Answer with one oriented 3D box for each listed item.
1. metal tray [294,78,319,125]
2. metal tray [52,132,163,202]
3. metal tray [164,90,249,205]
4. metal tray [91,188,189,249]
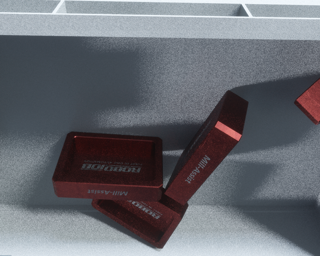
[{"bbox_3d":[0.200,-0.050,0.316,0.131,0.030,0.089,-10,147,-49],"label":"metal tray"},{"bbox_3d":[-0.063,0.049,0.406,0.131,0.090,0.030,4,130,-4],"label":"metal tray"},{"bbox_3d":[0.057,0.025,0.385,0.030,0.090,0.129,32,126,1],"label":"metal tray"},{"bbox_3d":[-0.034,0.115,0.466,0.130,0.030,0.089,30,126,8],"label":"metal tray"}]
